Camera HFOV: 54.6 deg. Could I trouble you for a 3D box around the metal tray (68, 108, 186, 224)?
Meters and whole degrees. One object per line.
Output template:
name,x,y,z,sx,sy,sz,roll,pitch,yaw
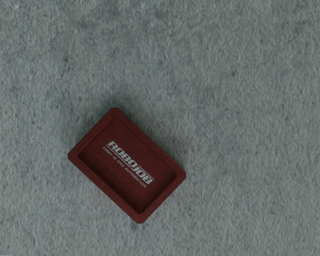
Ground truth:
metal tray,-0.042,0.048,0.407,0.130,0.030,0.090,43,90,0
